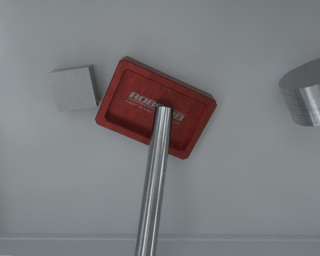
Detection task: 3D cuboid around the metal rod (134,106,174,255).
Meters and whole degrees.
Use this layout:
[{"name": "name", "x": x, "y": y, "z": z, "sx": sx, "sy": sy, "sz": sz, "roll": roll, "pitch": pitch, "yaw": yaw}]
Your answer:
[{"name": "metal rod", "x": -0.014, "y": 0.122, "z": 0.373, "sx": 0.025, "sy": 0.025, "sz": 0.298, "roll": 8, "pitch": 83, "yaw": -3}]

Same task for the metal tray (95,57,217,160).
[{"name": "metal tray", "x": -0.006, "y": -0.024, "z": 0.399, "sx": 0.131, "sy": 0.030, "sz": 0.089, "roll": 23, "pitch": 108, "yaw": -9}]

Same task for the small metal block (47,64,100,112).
[{"name": "small metal block", "x": -0.107, "y": -0.050, "z": 0.391, "sx": 0.050, "sy": 0.025, "sz": 0.050, "roll": -8, "pitch": 110, "yaw": 2}]

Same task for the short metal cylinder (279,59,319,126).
[{"name": "short metal cylinder", "x": 0.191, "y": -0.045, "z": 0.368, "sx": 0.080, "sy": 0.080, "sz": 0.050, "roll": -26, "pitch": 108, "yaw": 9}]
